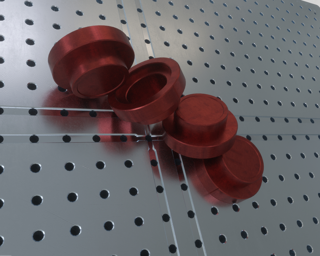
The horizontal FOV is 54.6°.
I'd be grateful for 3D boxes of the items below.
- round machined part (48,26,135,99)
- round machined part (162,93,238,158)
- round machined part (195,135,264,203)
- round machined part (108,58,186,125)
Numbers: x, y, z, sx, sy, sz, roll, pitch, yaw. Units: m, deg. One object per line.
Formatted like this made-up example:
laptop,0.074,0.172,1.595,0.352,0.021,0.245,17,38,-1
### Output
round machined part,-0.075,-0.070,0.363,0.099,0.098,0.042,-11,68,-33
round machined part,0.052,-0.009,0.403,0.099,0.042,0.098,1,40,0
round machined part,0.100,0.049,0.421,0.099,0.042,0.098,13,56,-21
round machined part,-0.013,-0.042,0.393,0.042,0.098,0.098,59,39,-39
